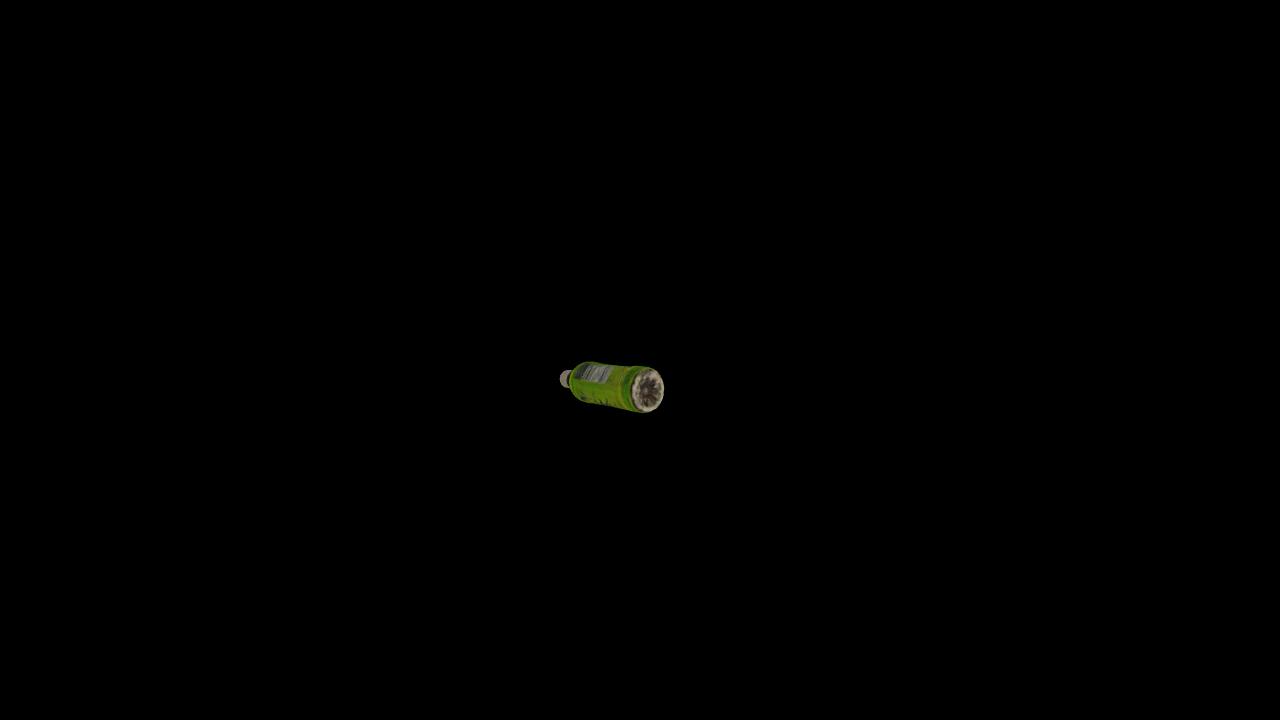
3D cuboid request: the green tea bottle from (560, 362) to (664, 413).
[{"bbox_3d":[-0.056,0.037,0.972,0.073,0.073,0.212,0,5,-41],"label":"green tea bottle"}]
